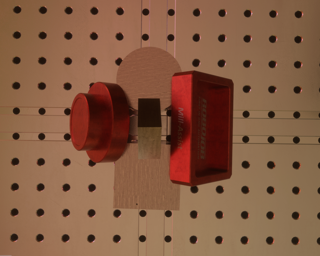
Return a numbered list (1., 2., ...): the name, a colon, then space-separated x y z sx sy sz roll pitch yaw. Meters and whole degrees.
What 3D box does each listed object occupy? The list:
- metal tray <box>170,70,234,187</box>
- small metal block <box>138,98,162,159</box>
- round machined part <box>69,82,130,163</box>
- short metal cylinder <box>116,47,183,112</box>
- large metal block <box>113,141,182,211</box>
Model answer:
1. metal tray: 0.054 0.001 0.382 0.030 0.091 0.129 1 90 43
2. small metal block: -0.013 0.001 0.358 0.025 0.050 0.050 0 132 -3
3. round machined part: -0.078 -0.007 0.372 0.042 0.098 0.097 1 90 -33
4. short metal cylinder: -0.012 -0.059 0.400 0.081 0.050 0.080 0 90 0
5. large metal block: -0.015 0.059 0.400 0.081 0.050 0.080 2 90 0
